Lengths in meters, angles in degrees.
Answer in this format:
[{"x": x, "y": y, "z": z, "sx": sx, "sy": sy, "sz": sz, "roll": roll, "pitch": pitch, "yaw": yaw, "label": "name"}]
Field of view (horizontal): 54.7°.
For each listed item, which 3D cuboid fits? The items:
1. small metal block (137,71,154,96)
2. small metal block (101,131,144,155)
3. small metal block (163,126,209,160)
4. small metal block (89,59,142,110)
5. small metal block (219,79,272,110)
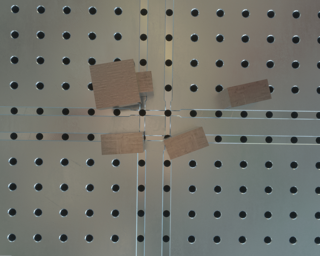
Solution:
[{"x": -0.034, "y": -0.055, "z": 0.400, "sx": 0.050, "sy": 0.050, "sz": 0.025, "roll": -6, "pitch": 90, "yaw": 0, "label": "small metal block"}, {"x": -0.046, "y": 0.019, "z": 0.400, "sx": 0.050, "sy": 0.050, "sz": 0.025, "roll": -3, "pitch": 90, "yaw": -1, "label": "small metal block"}, {"x": 0.032, "y": 0.018, "z": 0.401, "sx": 0.050, "sy": 0.050, "sz": 0.025, "roll": -20, "pitch": 90, "yaw": 0, "label": "small metal block"}, {"x": -0.051, "y": -0.050, "z": 0.363, "sx": 0.050, "sy": 0.025, "sz": 0.050, "roll": -9, "pitch": 90, "yaw": -1, "label": "small metal block"}, {"x": 0.109, "y": -0.043, "z": 0.402, "sx": 0.050, "sy": 0.050, "sz": 0.025, "roll": -13, "pitch": 90, "yaw": 0, "label": "small metal block"}]
